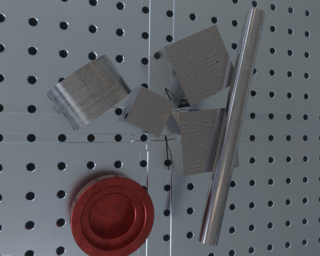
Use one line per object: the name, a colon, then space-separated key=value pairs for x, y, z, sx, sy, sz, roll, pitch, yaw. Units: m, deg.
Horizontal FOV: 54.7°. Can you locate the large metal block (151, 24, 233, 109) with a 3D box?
large metal block: x=0.047 y=-0.080 z=0.416 sx=0.081 sy=0.050 sz=0.080 roll=-28 pitch=100 yaw=-18

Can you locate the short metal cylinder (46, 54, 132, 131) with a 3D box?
short metal cylinder: x=-0.080 y=-0.040 z=0.354 sx=0.080 sy=0.080 sz=0.050 roll=-38 pitch=103 yaw=-16

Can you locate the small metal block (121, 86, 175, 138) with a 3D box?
small metal block: x=-0.016 y=-0.021 z=0.407 sx=0.050 sy=0.025 sz=0.050 roll=27 pitch=81 yaw=-18

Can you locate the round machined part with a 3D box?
round machined part: x=-0.060 y=0.106 z=0.382 sx=0.099 sy=0.042 sz=0.097 roll=0 pitch=90 yaw=-20

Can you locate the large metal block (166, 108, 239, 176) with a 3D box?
large metal block: x=0.056 y=0.016 z=0.420 sx=0.081 sy=0.050 sz=0.079 roll=-6 pitch=92 yaw=-20

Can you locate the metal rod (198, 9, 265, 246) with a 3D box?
metal rod: x=0.092 y=-0.005 z=0.393 sx=0.025 sy=0.025 sz=0.298 roll=14 pitch=85 yaw=-20
